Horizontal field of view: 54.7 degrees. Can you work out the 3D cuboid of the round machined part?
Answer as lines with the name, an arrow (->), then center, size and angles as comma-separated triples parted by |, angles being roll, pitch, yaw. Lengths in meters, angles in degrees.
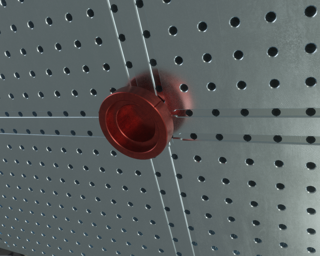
round machined part -> -0.027, -0.010, 0.407 | 0.098, 0.042, 0.097 | 13, 124, 20
